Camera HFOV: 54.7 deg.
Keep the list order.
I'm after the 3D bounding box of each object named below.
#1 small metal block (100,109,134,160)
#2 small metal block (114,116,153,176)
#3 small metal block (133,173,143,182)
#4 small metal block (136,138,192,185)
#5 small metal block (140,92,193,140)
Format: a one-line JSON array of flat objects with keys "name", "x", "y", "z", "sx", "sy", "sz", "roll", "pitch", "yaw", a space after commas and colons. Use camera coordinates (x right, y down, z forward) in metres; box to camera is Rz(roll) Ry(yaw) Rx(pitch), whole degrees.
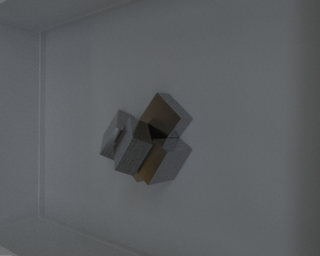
[{"name": "small metal block", "x": -0.060, "y": 0.010, "z": 0.436, "sx": 0.050, "sy": 0.025, "sz": 0.050, "roll": -55, "pitch": 20, "yaw": 26}, {"name": "small metal block", "x": -0.035, "y": 0.022, "z": 0.383, "sx": 0.050, "sy": 0.025, "sz": 0.050, "roll": -59, "pitch": 23, "yaw": 23}, {"name": "small metal block", "x": -0.024, "y": 0.037, "z": 0.422, "sx": 0.050, "sy": 0.025, "sz": 0.050, "roll": 50, "pitch": 119, "yaw": 28}, {"name": "small metal block", "x": 0.005, "y": 0.040, "z": 0.382, "sx": 0.025, "sy": 0.050, "sz": 0.050, "roll": 43, "pitch": 116, "yaw": 31}, {"name": "small metal block", "x": 0.006, "y": -0.010, "z": 0.398, "sx": 0.050, "sy": 0.025, "sz": 0.050, "roll": 50, "pitch": 119, "yaw": 28}]
